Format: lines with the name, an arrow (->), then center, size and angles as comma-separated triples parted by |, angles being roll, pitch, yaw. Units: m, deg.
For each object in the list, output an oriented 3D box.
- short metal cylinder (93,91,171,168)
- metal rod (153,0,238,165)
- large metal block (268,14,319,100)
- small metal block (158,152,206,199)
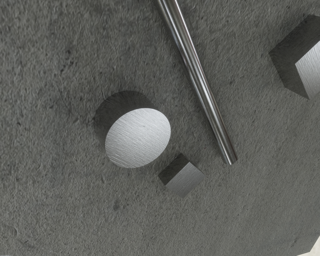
short metal cylinder -> -0.034, 0.001, 0.374 | 0.081, 0.050, 0.079 | -14, 125, -21
metal rod -> 0.055, -0.051, 0.407 | 0.025, 0.025, 0.299 | -35, 129, -6
large metal block -> 0.217, -0.102, 0.449 | 0.080, 0.050, 0.080 | -44, 130, 2
small metal block -> 0.034, 0.073, 0.473 | 0.050, 0.025, 0.050 | -45, 130, 3
